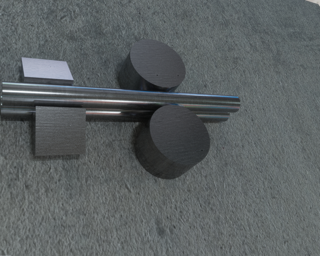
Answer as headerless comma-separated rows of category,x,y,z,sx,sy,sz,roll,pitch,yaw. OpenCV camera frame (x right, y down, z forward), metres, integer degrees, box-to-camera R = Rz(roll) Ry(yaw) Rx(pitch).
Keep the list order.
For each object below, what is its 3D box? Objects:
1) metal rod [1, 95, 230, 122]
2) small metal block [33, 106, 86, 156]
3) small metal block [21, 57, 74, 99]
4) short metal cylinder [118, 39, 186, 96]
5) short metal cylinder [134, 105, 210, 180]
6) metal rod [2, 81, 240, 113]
metal rod,-0.035,-0.022,0.400,0.303,0.025,0.025,0,62,-28
small metal block,-0.108,0.003,0.332,0.050,0.025,0.050,1,88,-29
small metal block,-0.131,-0.057,0.357,0.050,0.025,0.050,0,35,-28
short metal cylinder,-0.012,-0.075,0.428,0.081,0.050,0.080,14,56,-21
short metal cylinder,0.014,0.018,0.386,0.081,0.050,0.080,14,56,-21
metal rod,-0.025,-0.035,0.381,0.303,0.025,0.025,0,62,-28
